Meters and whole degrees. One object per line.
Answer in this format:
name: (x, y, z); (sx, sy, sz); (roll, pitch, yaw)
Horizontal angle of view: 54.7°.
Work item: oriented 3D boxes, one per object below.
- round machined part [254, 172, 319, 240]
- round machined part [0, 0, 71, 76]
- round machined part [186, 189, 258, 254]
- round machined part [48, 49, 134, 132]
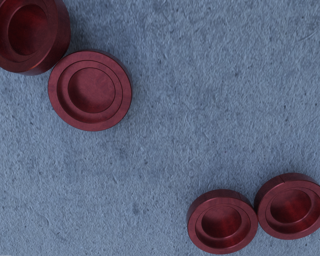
round machined part: (0.182, 0.106, 0.441); (0.099, 0.042, 0.097); (0, 110, 0)
round machined part: (-0.140, -0.106, 0.346); (0.098, 0.042, 0.097); (0, 89, 21)
round machined part: (0.087, 0.130, 0.449); (0.099, 0.042, 0.097); (0, 110, 0)
round machined part: (-0.082, -0.048, 0.382); (0.099, 0.042, 0.097); (0, 110, 0)
